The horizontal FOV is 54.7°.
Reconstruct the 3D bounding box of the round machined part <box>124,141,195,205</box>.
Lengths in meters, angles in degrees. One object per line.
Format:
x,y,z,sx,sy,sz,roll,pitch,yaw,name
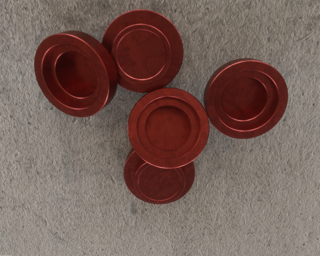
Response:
-0.001,0.064,0.425,0.099,0.042,0.097,0,110,-1,round machined part

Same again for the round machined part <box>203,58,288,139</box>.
0.104,-0.039,0.389,0.099,0.042,0.097,0,110,-1,round machined part

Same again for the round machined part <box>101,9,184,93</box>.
-0.021,-0.089,0.368,0.099,0.042,0.097,0,110,-1,round machined part

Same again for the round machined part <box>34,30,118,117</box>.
-0.094,-0.065,0.365,0.098,0.042,0.097,10,119,18,round machined part

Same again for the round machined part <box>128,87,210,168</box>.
0.010,0.000,0.391,0.099,0.042,0.097,0,87,-3,round machined part
